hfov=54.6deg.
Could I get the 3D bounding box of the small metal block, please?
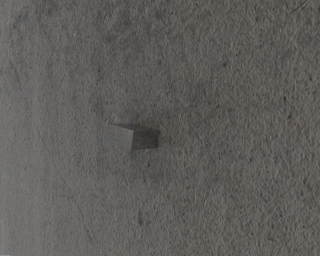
[{"bbox_3d":[-0.037,0.011,0.420,0.050,0.050,0.025,14,99,39],"label":"small metal block"}]
